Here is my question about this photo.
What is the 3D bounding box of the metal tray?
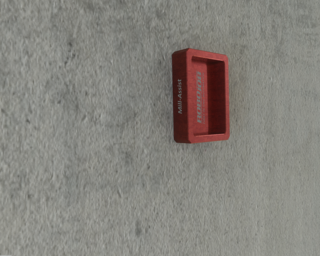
[{"bbox_3d":[0.062,-0.045,0.455,0.091,0.030,0.129,-3,92,-40],"label":"metal tray"}]
